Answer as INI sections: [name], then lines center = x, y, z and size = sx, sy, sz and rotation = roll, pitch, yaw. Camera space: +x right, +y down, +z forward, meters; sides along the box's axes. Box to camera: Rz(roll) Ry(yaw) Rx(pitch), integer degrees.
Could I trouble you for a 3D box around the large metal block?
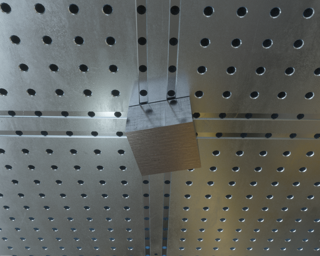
[large metal block]
center = 0.007, 0.012, 0.404
size = 0.080, 0.050, 0.080
rotation = -9, 130, 8
